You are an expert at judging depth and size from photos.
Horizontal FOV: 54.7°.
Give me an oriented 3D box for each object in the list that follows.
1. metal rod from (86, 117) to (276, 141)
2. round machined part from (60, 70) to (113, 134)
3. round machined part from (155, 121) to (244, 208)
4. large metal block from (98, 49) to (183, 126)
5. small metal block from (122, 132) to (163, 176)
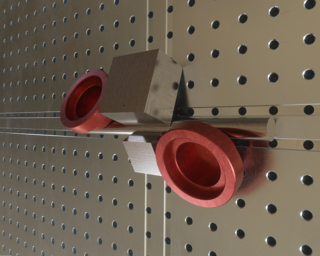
[{"bbox_3d":[-0.002,-0.001,0.412,0.300,0.025,0.025,1,91,40],"label":"metal rod"},{"bbox_3d":[-0.100,-0.035,0.464,0.098,0.042,0.098,-20,52,29],"label":"round machined part"},{"bbox_3d":[0.047,0.036,0.344,0.098,0.042,0.097,20,127,30],"label":"round machined part"},{"bbox_3d":[-0.025,-0.049,0.399,0.080,0.050,0.080,1,73,40],"label":"large metal block"},{"bbox_3d":[-0.016,0.033,0.410,0.050,0.025,0.050,1,120,40],"label":"small metal block"}]
